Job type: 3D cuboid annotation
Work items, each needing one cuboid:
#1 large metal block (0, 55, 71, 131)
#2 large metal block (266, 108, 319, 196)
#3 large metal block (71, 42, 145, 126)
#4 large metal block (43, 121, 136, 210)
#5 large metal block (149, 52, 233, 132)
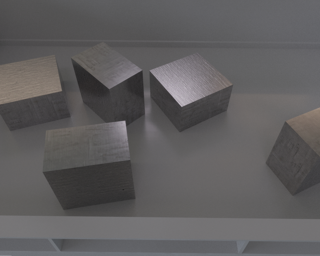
[{"bbox_3d":[-0.176,-0.050,0.430,0.081,0.050,0.080,-15,52,-12],"label":"large metal block"},{"bbox_3d":[0.179,0.023,0.351,0.081,0.080,0.050,-20,53,-16],"label":"large metal block"},{"bbox_3d":[-0.067,-0.054,0.414,0.050,0.080,0.080,-36,59,-26],"label":"large metal block"},{"bbox_3d":[-0.072,0.042,0.334,0.081,0.080,0.050,-7,51,-6],"label":"large metal block"},{"bbox_3d":[0.041,-0.052,0.432,0.081,0.050,0.080,-24,54,-19],"label":"large metal block"}]
